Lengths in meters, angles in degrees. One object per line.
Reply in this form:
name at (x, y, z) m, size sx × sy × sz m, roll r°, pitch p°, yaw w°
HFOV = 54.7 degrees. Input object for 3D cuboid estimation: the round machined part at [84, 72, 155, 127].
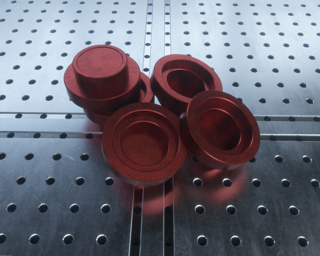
round machined part at (-0.056, -0.037, 0.426) m, size 0.099 × 0.042 × 0.098 m, roll 0°, pitch 50°, yaw 0°

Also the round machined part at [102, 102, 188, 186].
round machined part at (-0.019, 0.022, 0.367) m, size 0.099 × 0.042 × 0.098 m, roll 5°, pitch 64°, yaw -9°

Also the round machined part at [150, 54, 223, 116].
round machined part at (0.033, -0.055, 0.431) m, size 0.099 × 0.042 × 0.098 m, roll 11°, pitch 50°, yaw -13°

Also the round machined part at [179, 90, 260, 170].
round machined part at (0.068, 0.006, 0.377) m, size 0.099 × 0.042 × 0.098 m, roll 11°, pitch 59°, yaw -18°

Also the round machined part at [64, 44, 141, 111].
round machined part at (-0.075, -0.071, 0.400) m, size 0.099 × 0.042 × 0.098 m, roll 0°, pitch 50°, yaw 0°
